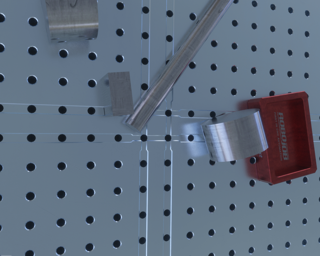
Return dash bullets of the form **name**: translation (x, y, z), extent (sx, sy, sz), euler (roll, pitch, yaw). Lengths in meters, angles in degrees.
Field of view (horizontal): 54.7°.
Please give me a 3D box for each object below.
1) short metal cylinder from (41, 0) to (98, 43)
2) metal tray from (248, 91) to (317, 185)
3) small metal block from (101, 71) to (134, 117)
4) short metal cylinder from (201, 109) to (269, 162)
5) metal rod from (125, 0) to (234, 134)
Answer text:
- **short metal cylinder**: translation (-0.103, -0.137, 0.345), extent (0.050, 0.080, 0.080), euler (-11, 94, -20)
- **metal tray**: translation (0.190, 0.013, 0.479), extent (0.091, 0.030, 0.129), euler (-10, 94, -20)
- **small metal block**: translation (-0.053, -0.040, 0.380), extent (0.025, 0.050, 0.050), euler (-7, 93, -20)
- **short metal cylinder**: translation (0.101, 0.008, 0.421), extent (0.081, 0.080, 0.050), euler (-18, 97, -19)
- **metal rod**: translation (0.048, -0.121, 0.430), extent (0.025, 0.025, 0.300), euler (38, 78, -16)
